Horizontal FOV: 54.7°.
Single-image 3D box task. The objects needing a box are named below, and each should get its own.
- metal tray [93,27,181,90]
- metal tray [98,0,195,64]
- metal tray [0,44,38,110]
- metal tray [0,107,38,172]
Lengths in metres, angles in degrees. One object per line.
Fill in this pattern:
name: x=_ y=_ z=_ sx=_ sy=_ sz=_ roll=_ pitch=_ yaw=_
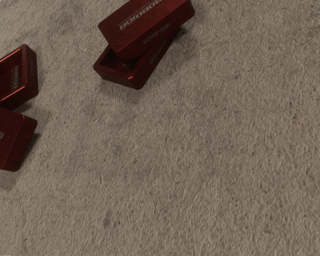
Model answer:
metal tray: x=-0.037 y=-0.130 z=0.497 sx=0.090 sy=0.030 sz=0.130 roll=22 pitch=73 yaw=35
metal tray: x=-0.024 y=-0.166 z=0.474 sx=0.130 sy=0.030 sz=0.090 roll=-35 pitch=52 yaw=4
metal tray: x=-0.287 y=-0.097 z=0.607 sx=0.090 sy=0.030 sz=0.130 roll=-28 pitch=52 yaw=10
metal tray: x=-0.274 y=0.011 z=0.515 sx=0.130 sy=0.030 sz=0.090 roll=15 pitch=80 yaw=26
